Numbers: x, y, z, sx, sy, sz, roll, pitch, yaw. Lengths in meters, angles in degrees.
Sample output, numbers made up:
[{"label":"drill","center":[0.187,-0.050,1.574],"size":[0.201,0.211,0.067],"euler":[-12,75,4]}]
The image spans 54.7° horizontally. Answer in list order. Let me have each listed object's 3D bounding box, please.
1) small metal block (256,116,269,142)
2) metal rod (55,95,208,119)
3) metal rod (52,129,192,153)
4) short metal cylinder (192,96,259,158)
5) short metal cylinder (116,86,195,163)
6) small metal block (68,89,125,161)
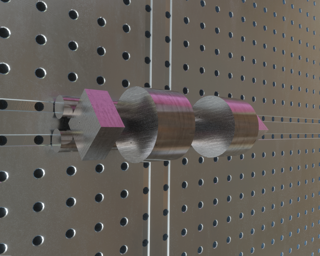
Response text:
[{"label":"small metal block","center":[0.126,0.000,0.469],"size":[0.025,0.050,0.050],"euler":[1,49,-40]},{"label":"metal rod","center":[0.011,-0.020,0.419],"size":[0.302,0.025,0.025],"euler":[1,90,-40]},{"label":"metal rod","center":[0.009,0.015,0.417],"size":[0.302,0.025,0.025],"euler":[1,90,-40]},{"label":"short metal cylinder","center":[0.083,-0.002,0.414],"size":[0.050,0.080,0.080],"euler":[1,90,-40]},{"label":"short metal cylinder","center":[-0.008,-0.003,0.338],"size":[0.050,0.080,0.080],"euler":[1,90,-40]},{"label":"small metal block","center":[-0.065,-0.003,0.309],"size":[0.025,0.050,0.050],"euler":[1,47,-40]}]
